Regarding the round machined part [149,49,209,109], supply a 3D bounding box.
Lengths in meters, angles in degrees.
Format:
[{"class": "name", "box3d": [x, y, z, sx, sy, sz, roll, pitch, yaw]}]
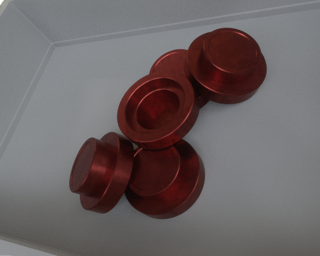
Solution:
[{"class": "round machined part", "box3d": [0.024, -0.068, 0.420, 0.098, 0.042, 0.098, -13, 56, 20]}]

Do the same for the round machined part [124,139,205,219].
[{"class": "round machined part", "box3d": [-0.001, 0.052, 0.360, 0.098, 0.042, 0.098, -13, 56, 20]}]

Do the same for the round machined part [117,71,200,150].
[{"class": "round machined part", "box3d": [0.001, -0.018, 0.374, 0.098, 0.042, 0.098, -13, 56, 20]}]

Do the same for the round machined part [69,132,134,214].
[{"class": "round machined part", "box3d": [-0.075, 0.050, 0.373, 0.098, 0.042, 0.098, -39, 38, 40]}]

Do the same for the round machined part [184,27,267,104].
[{"class": "round machined part", "box3d": [0.081, -0.081, 0.372, 0.099, 0.042, 0.098, 3, 63, -5]}]
